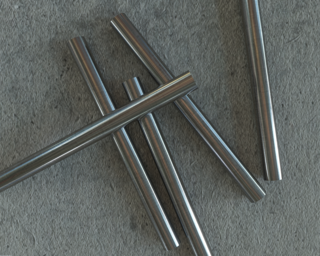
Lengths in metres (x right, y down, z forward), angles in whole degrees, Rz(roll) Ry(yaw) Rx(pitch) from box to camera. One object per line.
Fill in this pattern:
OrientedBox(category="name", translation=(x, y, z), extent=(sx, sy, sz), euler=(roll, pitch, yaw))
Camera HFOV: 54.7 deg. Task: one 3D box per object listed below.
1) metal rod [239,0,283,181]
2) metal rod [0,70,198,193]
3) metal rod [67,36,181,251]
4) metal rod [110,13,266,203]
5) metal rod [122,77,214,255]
OrientedBox(category="metal rod", translation=(0.130, -0.080, 0.410), extent=(0.025, 0.025, 0.298), euler=(-8, 90, 0))
OrientedBox(category="metal rod", translation=(-0.093, 0.011, 0.388), extent=(0.301, 0.025, 0.025), euler=(-27, 90, 8))
OrientedBox(category="metal rod", translation=(-0.047, 0.020, 0.409), extent=(0.025, 0.025, 0.299), euler=(-25, 90, 0))
OrientedBox(category="metal rod", translation=(0.037, -0.026, 0.409), extent=(0.025, 0.025, 0.300), euler=(-39, 90, 0))
OrientedBox(category="metal rod", translation=(0.019, 0.075, 0.409), extent=(0.025, 0.025, 0.299), euler=(-23, 90, 0))
